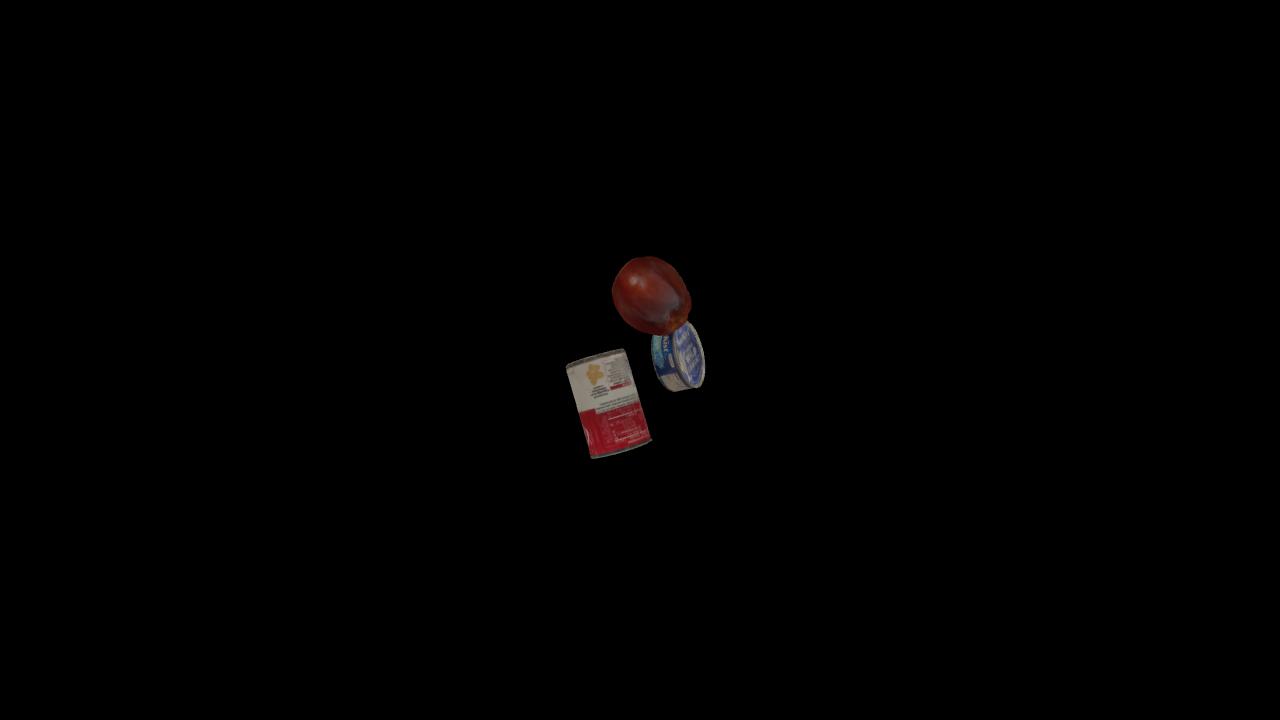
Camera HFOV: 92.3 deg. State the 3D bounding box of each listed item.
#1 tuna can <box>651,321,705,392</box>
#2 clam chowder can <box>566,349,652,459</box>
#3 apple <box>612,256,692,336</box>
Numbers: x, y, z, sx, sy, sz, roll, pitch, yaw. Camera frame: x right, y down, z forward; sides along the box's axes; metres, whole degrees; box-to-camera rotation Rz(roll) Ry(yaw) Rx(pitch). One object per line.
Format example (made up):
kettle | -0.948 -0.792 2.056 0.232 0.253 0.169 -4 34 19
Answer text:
tuna can | 0.046 -0.005 0.736 0.034 0.084 0.084 -13 -6 27
clam chowder can | -0.033 0.045 0.647 0.068 0.102 0.068 -16 -2 0
apple | 0.011 -0.069 0.669 0.093 0.079 0.079 44 19 21
